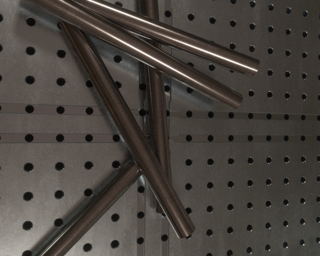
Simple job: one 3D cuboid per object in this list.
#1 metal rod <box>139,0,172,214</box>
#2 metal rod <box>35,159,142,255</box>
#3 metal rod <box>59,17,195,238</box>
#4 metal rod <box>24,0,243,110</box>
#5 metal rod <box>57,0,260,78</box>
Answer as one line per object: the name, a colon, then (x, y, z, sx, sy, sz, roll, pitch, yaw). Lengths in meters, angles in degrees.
metal rod: (-0.005, -0.038, 0.411, 0.025, 0.025, 0.298, -5, 92, -20)
metal rod: (-0.132, 0.153, 0.364, 0.301, 0.025, 0.025, -45, 105, -15)
metal rod: (-0.038, 0.002, 0.383, 0.025, 0.025, 0.299, -30, 94, -18)
metal rod: (-0.025, -0.095, 0.376, 0.302, 0.025, 0.025, 25, 82, -19)
metal rod: (-0.017, -0.124, 0.381, 0.302, 0.025, 0.025, 18, 84, -10)
